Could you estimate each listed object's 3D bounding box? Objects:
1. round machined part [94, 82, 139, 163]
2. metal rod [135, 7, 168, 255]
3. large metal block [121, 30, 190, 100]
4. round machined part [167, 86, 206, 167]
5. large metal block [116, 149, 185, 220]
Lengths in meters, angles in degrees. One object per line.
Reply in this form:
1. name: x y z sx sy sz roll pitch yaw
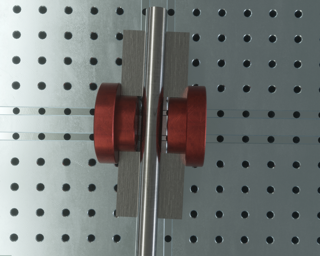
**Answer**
1. round machined part: -0.049 -0.006 0.376 0.042 0.098 0.097 2 90 0
2. metal rod: -0.010 0.011 0.363 0.025 0.025 0.298 3 90 0
3. large metal block: -0.006 -0.078 0.400 0.081 0.050 0.079 2 90 0
4. round machined part: 0.032 -0.002 0.377 0.042 0.098 0.097 2 90 5
5. large metal block: -0.011 0.069 0.400 0.081 0.050 0.080 3 90 0
